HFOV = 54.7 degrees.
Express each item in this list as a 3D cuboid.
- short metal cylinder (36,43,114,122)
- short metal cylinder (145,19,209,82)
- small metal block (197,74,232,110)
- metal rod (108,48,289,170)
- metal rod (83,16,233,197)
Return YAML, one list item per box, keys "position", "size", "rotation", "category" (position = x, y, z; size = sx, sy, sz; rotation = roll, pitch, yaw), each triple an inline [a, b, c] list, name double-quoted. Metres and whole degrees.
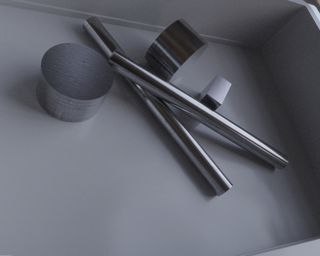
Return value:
- position: [-0.102, -0.053, 0.368]
  size: [0.081, 0.050, 0.080]
  rotation: [14, 56, -21]
  category: "short metal cylinder"
- position: [0.024, -0.111, 0.453]
  size: [0.050, 0.080, 0.080]
  rotation: [46, 51, 3]
  category: "short metal cylinder"
- position: [0.074, -0.044, 0.459]
  size: [0.025, 0.050, 0.050]
  rotation: [36, 51, -5]
  category: "small metal block"
- position: [0.064, -0.017, 0.430]
  size: [0.301, 0.025, 0.025]
  rotation: [30, 52, -18]
  category: "metal rod"
- position: [-0.008, -0.034, 0.423]
  size: [0.025, 0.025, 0.300]
  rotation: [-32, 80, -38]
  category: "metal rod"
